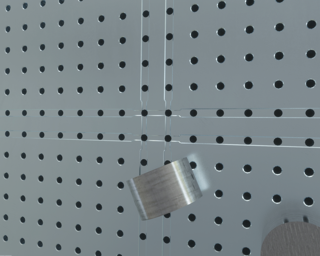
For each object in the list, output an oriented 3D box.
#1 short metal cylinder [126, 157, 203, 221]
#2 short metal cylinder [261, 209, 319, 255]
[{"bbox_3d":[0.005,0.074,0.381,0.080,0.080,0.050,-24,82,18],"label":"short metal cylinder"},{"bbox_3d":[0.155,0.137,0.345,0.080,0.050,0.079,0,90,19],"label":"short metal cylinder"}]
